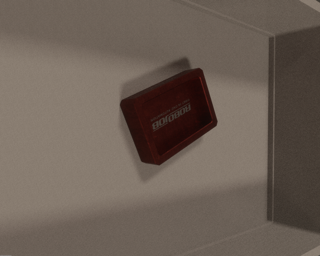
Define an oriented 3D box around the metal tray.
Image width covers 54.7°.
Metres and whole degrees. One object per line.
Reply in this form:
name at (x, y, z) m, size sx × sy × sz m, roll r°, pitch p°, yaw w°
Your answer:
metal tray at (0.018, -0.019, 0.420) m, size 0.131 × 0.030 × 0.090 m, roll -31°, pitch 109°, yaw -36°
